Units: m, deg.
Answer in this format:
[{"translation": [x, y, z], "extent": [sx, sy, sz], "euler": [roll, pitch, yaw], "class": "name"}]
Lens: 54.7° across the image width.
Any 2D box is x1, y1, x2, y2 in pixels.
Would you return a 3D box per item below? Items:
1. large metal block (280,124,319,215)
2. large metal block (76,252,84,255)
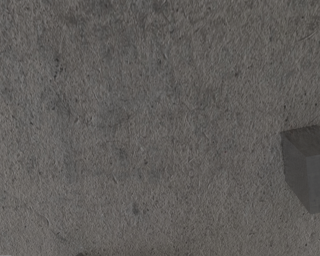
[{"translation": [0.199, 0.050, 0.401], "extent": [0.050, 0.080, 0.080], "euler": [-12, 110, 4], "class": "large metal block"}, {"translation": [-0.126, 0.257, 0.474], "extent": [0.050, 0.080, 0.080], "euler": [-32, 107, 11], "class": "large metal block"}]
